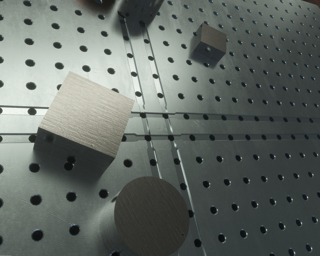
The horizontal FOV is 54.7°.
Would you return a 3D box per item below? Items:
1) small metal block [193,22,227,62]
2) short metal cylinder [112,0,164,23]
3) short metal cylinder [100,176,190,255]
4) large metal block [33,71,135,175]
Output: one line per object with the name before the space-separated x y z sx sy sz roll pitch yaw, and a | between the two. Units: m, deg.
small metal block | 0.089 -0.152 0.548 0.050 0.025 0.050 21 54 -16
short metal cylinder | -0.033 -0.221 0.509 0.081 0.050 0.080 14 56 -21
short metal cylinder | -0.017 0.097 0.324 0.081 0.050 0.080 14 56 -21
large metal block | -0.084 -0.005 0.350 0.080 0.050 0.080 24 53 -14
